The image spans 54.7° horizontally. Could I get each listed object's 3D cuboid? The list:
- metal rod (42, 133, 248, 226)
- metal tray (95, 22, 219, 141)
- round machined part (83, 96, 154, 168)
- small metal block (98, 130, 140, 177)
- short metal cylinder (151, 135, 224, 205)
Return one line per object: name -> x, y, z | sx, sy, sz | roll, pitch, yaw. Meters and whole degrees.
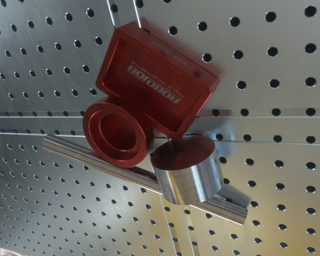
metal rod -> -0.025, 0.071, 0.440 | 0.301, 0.025, 0.025 | 20, 127, 5
metal tray -> -0.008, -0.054, 0.376 | 0.130, 0.030, 0.089 | 35, 128, 5
round machined part -> -0.051, 0.001, 0.416 | 0.098, 0.042, 0.097 | 14, 125, 22
small metal block -> -0.063, 0.038, 0.466 | 0.050, 0.025, 0.050 | 25, 127, 12
short metal cylinder -> 0.034, 0.050, 0.386 | 0.080, 0.080, 0.050 | -4, 117, 29
